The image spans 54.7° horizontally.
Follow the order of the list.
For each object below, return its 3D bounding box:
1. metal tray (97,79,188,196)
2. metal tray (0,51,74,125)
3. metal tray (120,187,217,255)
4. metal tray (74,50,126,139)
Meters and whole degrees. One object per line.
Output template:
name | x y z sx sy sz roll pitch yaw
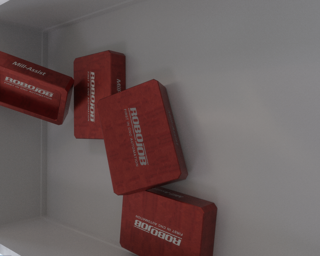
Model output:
metal tray | -0.025 0.013 0.399 0.090 0.030 0.129 -19 73 17
metal tray | -0.211 -0.062 0.496 0.089 0.131 0.030 119 167 -46
metal tray | 0.006 0.127 0.399 0.130 0.030 0.089 8 95 39
metal tray | -0.095 -0.048 0.482 0.090 0.030 0.129 -1 90 39
